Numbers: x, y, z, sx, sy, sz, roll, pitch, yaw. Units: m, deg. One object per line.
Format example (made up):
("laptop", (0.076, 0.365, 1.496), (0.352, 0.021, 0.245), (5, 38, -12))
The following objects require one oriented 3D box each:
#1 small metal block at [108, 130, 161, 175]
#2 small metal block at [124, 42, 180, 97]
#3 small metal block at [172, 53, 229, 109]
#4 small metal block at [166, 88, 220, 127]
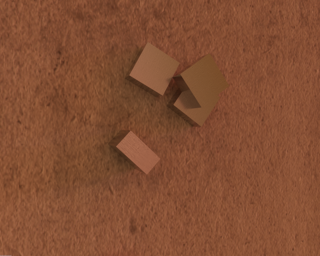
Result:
("small metal block", (-0.033, 0.029, 0.384), (0.050, 0.050, 0.025), (45, 76, -15))
("small metal block", (-0.010, -0.075, 0.406), (0.050, 0.025, 0.050), (30, 80, -18))
("small metal block", (0.053, -0.061, 0.403), (0.050, 0.025, 0.050), (-38, 102, -17))
("small metal block", (0.046, -0.036, 0.427), (0.050, 0.025, 0.050), (37, 78, -17))
